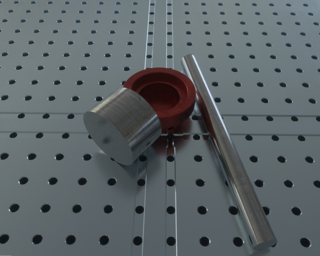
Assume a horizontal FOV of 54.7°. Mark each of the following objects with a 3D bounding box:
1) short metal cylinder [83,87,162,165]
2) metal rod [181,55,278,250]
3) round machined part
[{"bbox_3d":[-0.045,-0.002,0.373,0.080,0.080,0.050,32,57,24],"label":"short metal cylinder"},{"bbox_3d":[0.075,0.005,0.403,0.025,0.025,0.300,-9,51,-7],"label":"metal rod"},{"bbox_3d":[-0.001,-0.036,0.427,0.099,0.042,0.098,0,50,0],"label":"round machined part"}]
